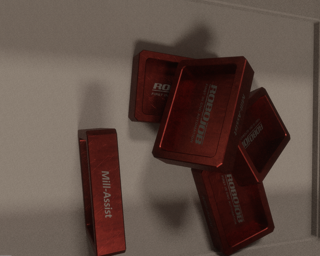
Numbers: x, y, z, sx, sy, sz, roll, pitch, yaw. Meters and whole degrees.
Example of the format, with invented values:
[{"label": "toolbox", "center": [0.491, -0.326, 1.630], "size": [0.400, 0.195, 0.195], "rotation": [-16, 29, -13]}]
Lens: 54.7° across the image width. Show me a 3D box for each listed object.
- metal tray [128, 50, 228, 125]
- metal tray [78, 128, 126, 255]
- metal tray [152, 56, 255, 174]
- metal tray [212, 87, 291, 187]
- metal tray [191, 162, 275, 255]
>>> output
[{"label": "metal tray", "center": [0.027, -0.048, 0.418], "size": [0.131, 0.030, 0.089], "rotation": [5, 88, -20]}, {"label": "metal tray", "center": [-0.068, 0.066, 0.351], "size": [0.030, 0.090, 0.129], "rotation": [-5, 92, -20]}, {"label": "metal tray", "center": [0.050, -0.018, 0.363], "size": [0.030, 0.090, 0.130], "rotation": [35, 67, -50]}, {"label": "metal tray", "center": [0.127, 0.008, 0.422], "size": [0.131, 0.030, 0.090], "rotation": [-35, 98, -44]}, {"label": "metal tray", "center": [0.107, 0.104, 0.449], "size": [0.091, 0.030, 0.129], "rotation": [-19, 97, -19]}]
